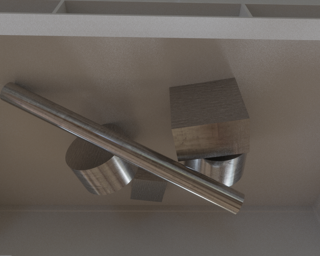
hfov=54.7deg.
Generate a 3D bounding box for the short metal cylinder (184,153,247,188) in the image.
[{"bbox_3d":[0.071,0.031,0.401,0.081,0.080,0.050,-2,130,1],"label":"short metal cylinder"}]

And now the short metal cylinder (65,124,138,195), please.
[{"bbox_3d":[-0.075,0.040,0.406,0.080,0.080,0.050,-14,129,11],"label":"short metal cylinder"}]

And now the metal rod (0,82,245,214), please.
[{"bbox_3d":[-0.047,0.020,0.358,0.301,0.025,0.025,25,128,5],"label":"metal rod"}]

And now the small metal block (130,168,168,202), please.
[{"bbox_3d":[-0.018,0.089,0.484,0.050,0.025,0.050,7,130,-7],"label":"small metal block"}]

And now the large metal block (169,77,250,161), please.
[{"bbox_3d":[0.056,-0.011,0.364,0.080,0.080,0.050,-8,130,6],"label":"large metal block"}]
